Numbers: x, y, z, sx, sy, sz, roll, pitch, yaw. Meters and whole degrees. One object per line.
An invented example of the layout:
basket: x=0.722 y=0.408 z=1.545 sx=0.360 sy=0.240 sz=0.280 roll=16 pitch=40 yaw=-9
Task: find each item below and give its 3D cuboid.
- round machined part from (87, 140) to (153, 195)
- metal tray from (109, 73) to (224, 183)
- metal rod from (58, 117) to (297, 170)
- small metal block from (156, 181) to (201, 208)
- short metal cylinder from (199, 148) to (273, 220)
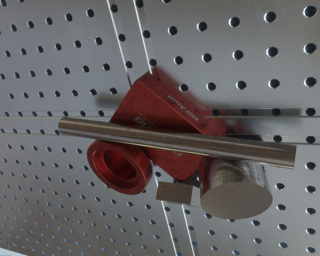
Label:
round machined part: x=-0.053 y=0.047 z=0.449 sx=0.098 sy=0.042 sz=0.097 roll=18 pitch=133 yaw=21
metal tray: x=0.006 y=0.002 z=0.406 sx=0.130 sy=0.030 sz=0.089 roll=40 pitch=129 yaw=0
metal rod: x=0.002 y=0.013 z=0.377 sx=0.301 sy=0.025 sz=0.025 roll=7 pitch=122 yaw=24
small metal block: x=0.029 y=0.094 z=0.435 sx=0.050 sy=0.025 sz=0.050 roll=2 pitch=163 yaw=26
short metal cylinder: x=0.088 y=0.067 z=0.370 sx=0.080 sy=0.050 sz=0.079 roll=2 pitch=135 yaw=2
